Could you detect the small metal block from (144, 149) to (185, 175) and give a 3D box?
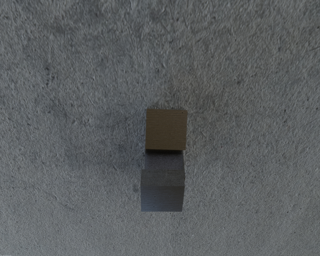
[{"bbox_3d":[0.005,0.053,0.404,0.050,0.050,0.025,2,130,-2],"label":"small metal block"}]

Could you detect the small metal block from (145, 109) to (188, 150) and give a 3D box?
[{"bbox_3d":[0.008,0.001,0.394,0.050,0.025,0.050,2,94,-2],"label":"small metal block"}]

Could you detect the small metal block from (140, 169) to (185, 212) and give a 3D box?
[{"bbox_3d":[0.003,0.076,0.375,0.050,0.025,0.050,1,130,-1],"label":"small metal block"}]

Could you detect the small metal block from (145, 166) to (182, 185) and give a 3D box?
[{"bbox_3d":[0.004,0.069,0.451,0.050,0.025,0.050,2,171,-2],"label":"small metal block"}]

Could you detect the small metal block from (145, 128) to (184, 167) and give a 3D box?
[{"bbox_3d":[0.005,0.028,0.433,0.050,0.025,0.050,2,130,-2],"label":"small metal block"}]
